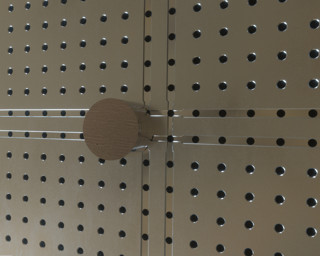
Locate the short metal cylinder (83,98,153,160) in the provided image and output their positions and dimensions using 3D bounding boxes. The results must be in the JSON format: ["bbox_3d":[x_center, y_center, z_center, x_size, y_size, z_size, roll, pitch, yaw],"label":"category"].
[{"bbox_3d":[-0.056,0.001,0.419,0.080,0.050,0.080,0,90,20],"label":"short metal cylinder"}]
